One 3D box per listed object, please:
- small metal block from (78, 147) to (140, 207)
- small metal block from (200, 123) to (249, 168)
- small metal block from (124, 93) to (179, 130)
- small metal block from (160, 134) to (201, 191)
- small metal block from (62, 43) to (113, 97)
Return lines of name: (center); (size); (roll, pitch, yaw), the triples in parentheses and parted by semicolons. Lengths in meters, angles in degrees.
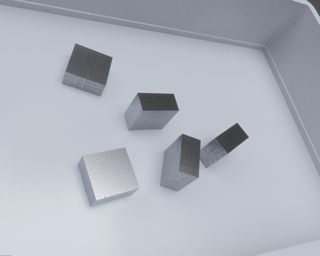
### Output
small metal block: (-0.057, 0.053, 0.342); (0.050, 0.025, 0.050); (-10, 67, -32)
small metal block: (0.084, 0.024, 0.420); (0.050, 0.050, 0.025); (-29, 78, -37)
small metal block: (-0.012, -0.020, 0.395); (0.050, 0.050, 0.025); (-2, 63, -29)
small metal block: (0.025, 0.043, 0.376); (0.025, 0.050, 0.050); (20, 54, -17)
small metal block: (-0.093, -0.075, 0.401); (0.050, 0.025, 0.050); (18, 55, -18)
